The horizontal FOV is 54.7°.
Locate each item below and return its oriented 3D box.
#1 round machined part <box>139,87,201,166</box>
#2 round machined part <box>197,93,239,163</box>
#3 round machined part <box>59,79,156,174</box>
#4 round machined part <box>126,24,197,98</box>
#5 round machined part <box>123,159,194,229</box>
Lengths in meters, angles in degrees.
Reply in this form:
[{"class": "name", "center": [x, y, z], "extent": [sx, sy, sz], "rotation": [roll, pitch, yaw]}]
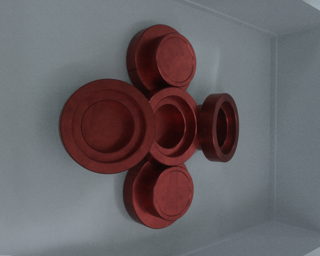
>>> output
[{"class": "round machined part", "center": [0.005, -0.002, 0.396], "extent": [0.099, 0.042, 0.097], "rotation": [0, 90, -40]}, {"class": "round machined part", "center": [0.077, 0.000, 0.447], "extent": [0.099, 0.042, 0.097], "rotation": [-1, 91, -56]}, {"class": "round machined part", "center": [-0.058, -0.002, 0.334], "extent": [0.099, 0.042, 0.097], "rotation": [0, 90, -23]}, {"class": "round machined part", "center": [0.009, -0.085, 0.400], "extent": [0.099, 0.042, 0.097], "rotation": [0, 90, -40]}, {"class": "round machined part", "center": [0.005, 0.080, 0.398], "extent": [0.099, 0.042, 0.097], "rotation": [0, 90, -40]}]
